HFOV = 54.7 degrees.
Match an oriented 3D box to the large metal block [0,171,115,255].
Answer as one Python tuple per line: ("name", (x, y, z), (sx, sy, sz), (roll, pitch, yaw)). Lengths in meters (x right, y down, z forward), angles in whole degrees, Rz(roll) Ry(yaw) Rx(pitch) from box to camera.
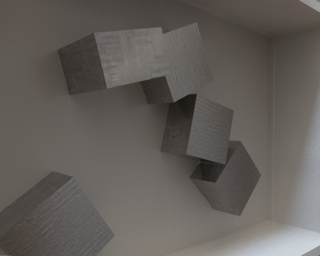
("large metal block", (-0.106, 0.101, 0.303), (0.080, 0.050, 0.080), (-42, 116, -32))

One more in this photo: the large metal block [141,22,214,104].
("large metal block", (0.016, -0.084, 0.406), (0.081, 0.050, 0.080), (-31, 110, -36))

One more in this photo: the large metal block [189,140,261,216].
("large metal block", (0.104, 0.075, 0.480), (0.080, 0.050, 0.080), (-52, 121, -27))

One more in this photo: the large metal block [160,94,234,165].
("large metal block", (0.054, 0.004, 0.438), (0.080, 0.050, 0.080), (18, 79, -39))

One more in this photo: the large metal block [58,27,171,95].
("large metal block", (-0.049, -0.071, 0.331), (0.081, 0.080, 0.050), (-20, 103, -39))
